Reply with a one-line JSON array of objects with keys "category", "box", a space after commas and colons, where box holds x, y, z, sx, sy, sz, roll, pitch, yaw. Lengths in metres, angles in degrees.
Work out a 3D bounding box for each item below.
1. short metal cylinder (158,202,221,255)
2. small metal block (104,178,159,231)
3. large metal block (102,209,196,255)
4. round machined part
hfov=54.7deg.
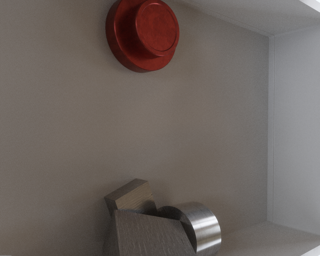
[{"category": "short metal cylinder", "box": [0.030, 0.137, 0.395, 0.050, 0.080, 0.080, 6, 87, -46]}, {"category": "small metal block", "box": [-0.034, 0.097, 0.380, 0.050, 0.025, 0.050, -26, 106, -37]}, {"category": "large metal block", "box": [-0.013, 0.135, 0.326, 0.081, 0.080, 0.050, 15, 102, -16]}, {"category": "round machined part", "box": [-0.014, -0.120, 0.385, 0.099, 0.042, 0.097, 0, 90, -40]}]
